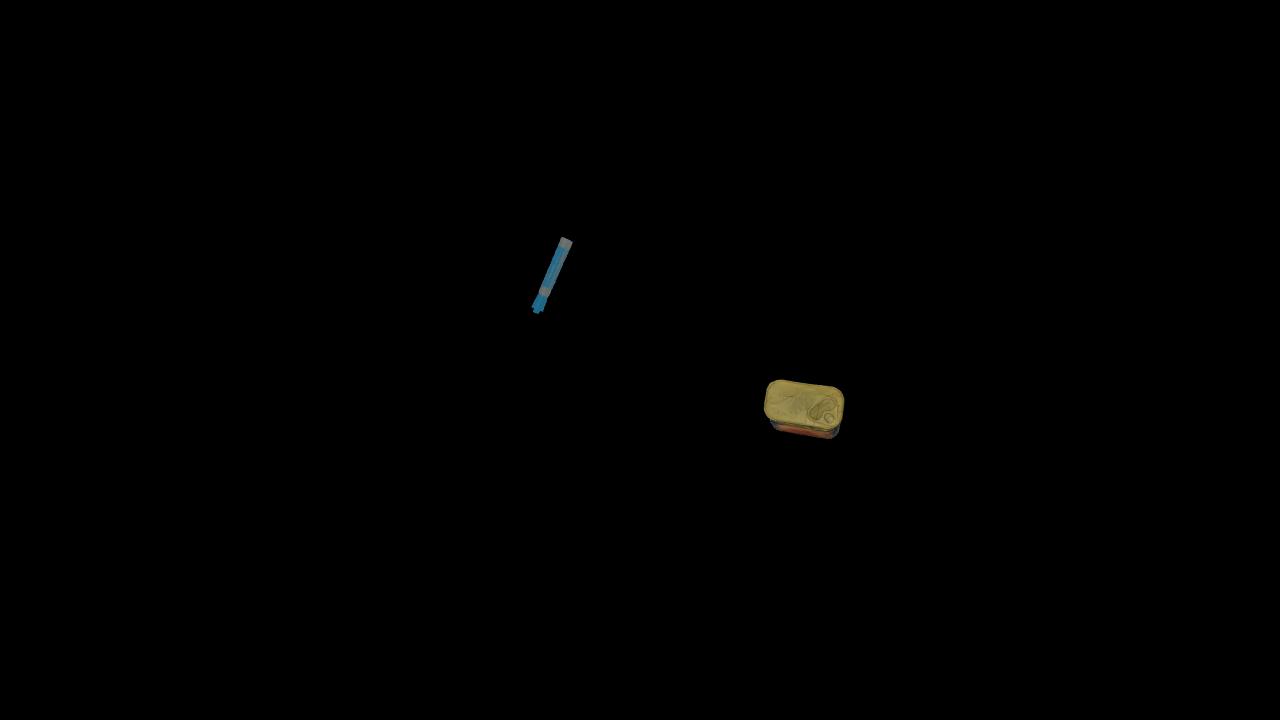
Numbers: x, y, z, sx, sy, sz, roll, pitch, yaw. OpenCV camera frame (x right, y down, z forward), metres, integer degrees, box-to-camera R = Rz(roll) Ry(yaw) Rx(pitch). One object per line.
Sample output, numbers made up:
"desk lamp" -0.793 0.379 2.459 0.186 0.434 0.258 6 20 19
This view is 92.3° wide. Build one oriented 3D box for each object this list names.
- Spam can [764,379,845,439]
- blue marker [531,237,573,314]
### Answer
"Spam can" 0.226 0.070 0.846 0.101 0.058 0.085 9 -14 19
"blue marker" -0.134 -0.126 0.929 0.020 0.121 0.020 23 2 -1
